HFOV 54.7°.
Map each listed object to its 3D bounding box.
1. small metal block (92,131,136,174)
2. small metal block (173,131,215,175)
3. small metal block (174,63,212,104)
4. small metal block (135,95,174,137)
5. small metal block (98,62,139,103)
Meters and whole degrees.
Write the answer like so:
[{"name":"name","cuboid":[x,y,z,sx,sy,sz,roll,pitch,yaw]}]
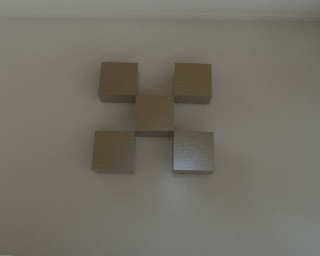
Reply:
[{"name":"small metal block","cuboid":[-0.057,0.031,0.396,0.050,0.025,0.050,1,70,0]},{"name":"small metal block","cuboid":[0.042,0.032,0.396,0.050,0.025,0.050,1,70,0]},{"name":"small metal block","cuboid":[0.045,-0.062,0.430,0.050,0.025,0.050,2,70,1]},{"name":"small metal block","cuboid":[-0.007,-0.016,0.413,0.050,0.025,0.050,1,70,0]},{"name":"small metal block","cuboid":[-0.056,-0.063,0.430,0.050,0.025,0.050,2,70,0]}]
